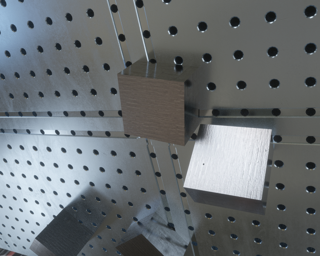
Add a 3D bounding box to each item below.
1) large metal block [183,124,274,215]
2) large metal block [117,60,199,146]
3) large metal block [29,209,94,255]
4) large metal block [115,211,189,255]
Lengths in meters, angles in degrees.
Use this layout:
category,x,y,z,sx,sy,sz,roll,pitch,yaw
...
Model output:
category,x,y,z,sx,sy,sz,roll,pitch,yaw
large metal block,0.081,0.045,0.351,0.080,0.080,0.050,5,151,25
large metal block,0.001,-0.032,0.374,0.080,0.050,0.079,11,123,22
large metal block,-0.193,0.223,0.612,0.080,0.080,0.050,38,129,2
large metal block,-0.014,0.200,0.524,0.080,0.050,0.080,46,129,-4
